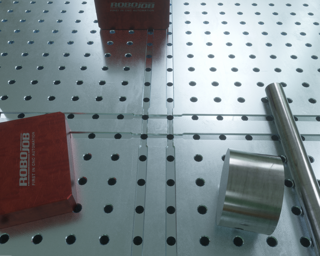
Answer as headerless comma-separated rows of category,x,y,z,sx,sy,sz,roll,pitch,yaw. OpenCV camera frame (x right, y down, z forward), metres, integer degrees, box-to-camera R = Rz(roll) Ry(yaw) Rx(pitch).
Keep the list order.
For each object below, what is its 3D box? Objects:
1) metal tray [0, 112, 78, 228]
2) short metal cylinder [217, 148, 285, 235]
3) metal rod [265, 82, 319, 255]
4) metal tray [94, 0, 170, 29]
metal tray,-0.152,0.043,0.367,0.091,0.030,0.130,-11,51,-10
short metal cylinder,0.090,0.064,0.319,0.050,0.080,0.080,9,51,8
metal rod,0.167,0.057,0.360,0.025,0.025,0.300,0,50,0
metal tray,-0.048,-0.223,0.552,0.131,0.089,0.030,0,50,-1
